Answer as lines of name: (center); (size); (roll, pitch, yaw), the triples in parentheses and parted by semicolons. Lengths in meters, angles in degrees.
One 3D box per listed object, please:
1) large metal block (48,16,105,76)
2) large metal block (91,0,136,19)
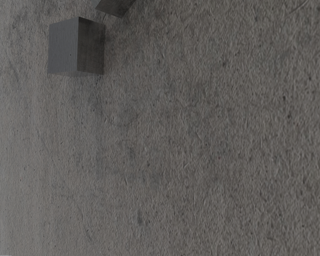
large metal block: (-0.136, -0.127, 0.501); (0.080, 0.050, 0.079); (4, 93, 40)
large metal block: (-0.066, -0.221, 0.443); (0.080, 0.050, 0.080); (-40, 66, 33)
